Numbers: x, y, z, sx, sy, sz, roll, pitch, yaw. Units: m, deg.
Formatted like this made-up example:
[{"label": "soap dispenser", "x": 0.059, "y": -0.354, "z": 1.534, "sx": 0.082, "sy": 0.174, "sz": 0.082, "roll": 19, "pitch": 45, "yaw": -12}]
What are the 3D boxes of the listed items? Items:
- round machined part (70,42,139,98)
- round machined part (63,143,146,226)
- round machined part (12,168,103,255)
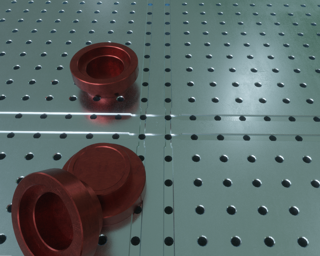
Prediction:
[{"label": "round machined part", "x": -0.081, "y": -0.083, "z": 0.465, "sx": 0.099, "sy": 0.042, "sz": 0.098, "roll": 0, "pitch": 50, "yaw": 0}, {"label": "round machined part", "x": -0.065, "y": 0.055, "z": 0.349, "sx": 0.099, "sy": 0.042, "sz": 0.098, "roll": 0, "pitch": 50, "yaw": 0}, {"label": "round machined part", "x": -0.094, "y": 0.087, "z": 0.299, "sx": 0.098, "sy": 0.097, "sz": 0.042, "roll": 34, "pitch": 21, "yaw": 25}]
